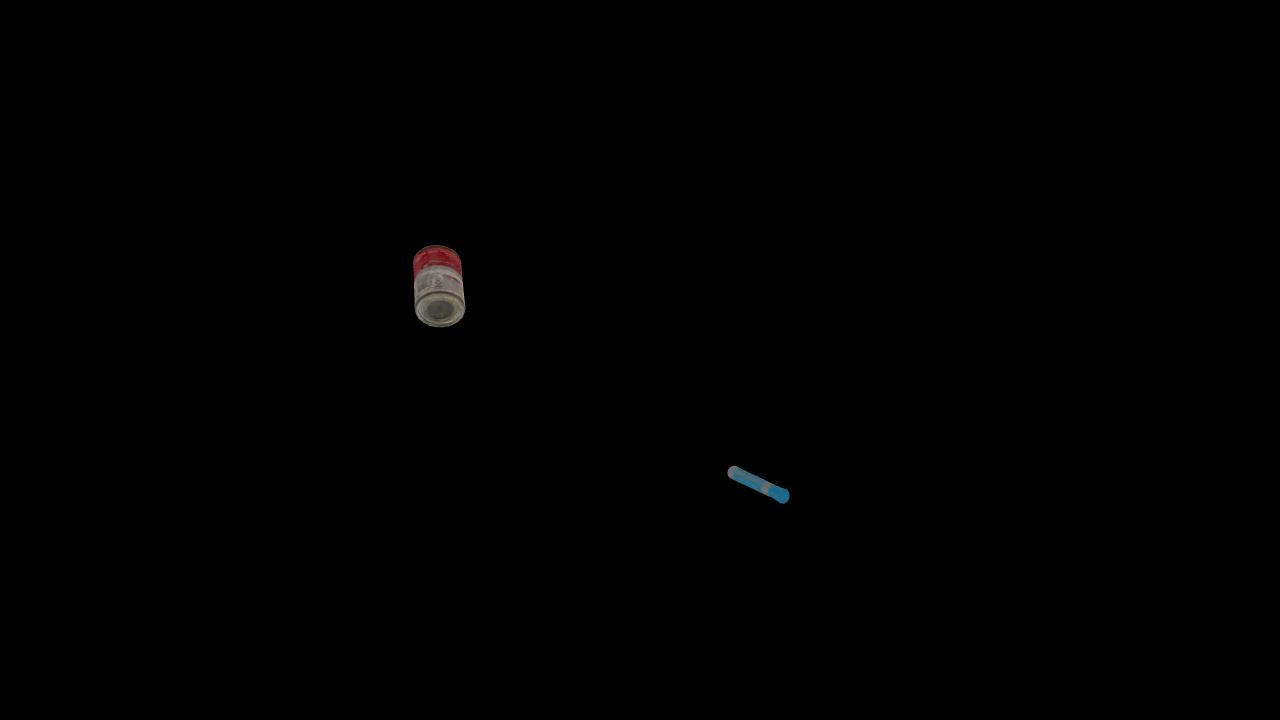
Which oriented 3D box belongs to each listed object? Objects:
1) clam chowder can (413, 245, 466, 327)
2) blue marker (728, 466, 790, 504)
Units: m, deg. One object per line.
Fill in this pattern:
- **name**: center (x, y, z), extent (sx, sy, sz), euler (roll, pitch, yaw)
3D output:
- **clam chowder can**: center (-0.283, -0.104, 0.867), extent (0.068, 0.102, 0.068), euler (-11, -40, -10)
- **blue marker**: center (0.156, 0.164, 0.814), extent (0.020, 0.020, 0.121), euler (0, 5, -25)
